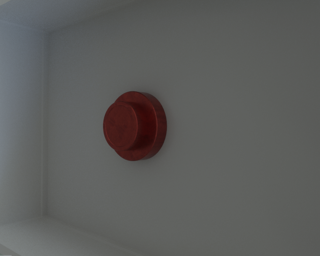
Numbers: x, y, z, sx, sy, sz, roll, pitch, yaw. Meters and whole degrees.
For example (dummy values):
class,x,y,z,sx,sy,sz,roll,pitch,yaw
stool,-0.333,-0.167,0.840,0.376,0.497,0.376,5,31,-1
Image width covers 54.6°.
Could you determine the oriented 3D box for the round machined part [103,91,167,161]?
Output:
class,x,y,z,sx,sy,sz,roll,pitch,yaw
round machined part,-0.042,-0.003,0.431,0.098,0.042,0.097,0,90,40
